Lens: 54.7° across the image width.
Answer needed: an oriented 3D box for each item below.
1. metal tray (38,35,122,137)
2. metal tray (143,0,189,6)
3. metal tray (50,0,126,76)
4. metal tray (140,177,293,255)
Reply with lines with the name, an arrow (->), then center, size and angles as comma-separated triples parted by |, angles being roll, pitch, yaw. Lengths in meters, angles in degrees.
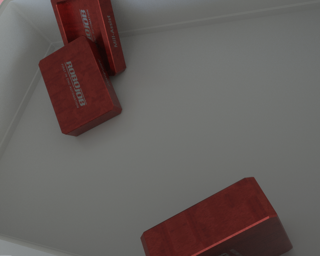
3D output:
metal tray -> -0.123, -0.063, 0.472 | 0.090, 0.030, 0.130 | -27, 75, 12
metal tray -> 0.030, -0.279, 0.559 | 0.090, 0.030, 0.130 | 14, 69, 33
metal tray -> -0.112, -0.147, 0.489 | 0.090, 0.129, 0.030 | 2, 27, 29
metal tray -> 0.054, 0.094, 0.252 | 0.090, 0.130, 0.030 | -31, 52, 8
